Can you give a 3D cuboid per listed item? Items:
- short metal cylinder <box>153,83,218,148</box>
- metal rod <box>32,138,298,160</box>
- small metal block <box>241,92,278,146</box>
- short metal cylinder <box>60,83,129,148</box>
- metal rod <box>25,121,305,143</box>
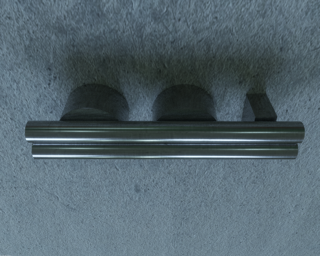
[{"bbox_3d":[0.030,-0.008,0.386,0.081,0.050,0.079,0,130,0],"label":"short metal cylinder"},{"bbox_3d":[0.006,0.024,0.363,0.302,0.025,0.025,0,130,-1],"label":"metal rod"},{"bbox_3d":[0.121,-0.010,0.387,0.025,0.050,0.050,-1,130,1],"label":"small metal block"},{"bbox_3d":[-0.080,-0.008,0.384,0.081,0.050,0.079,0,130,0],"label":"short metal cylinder"},{"bbox_3d":[0.006,0.004,0.346,0.302,0.025,0.025,0,130,-1],"label":"metal rod"}]
